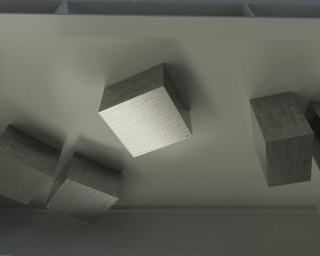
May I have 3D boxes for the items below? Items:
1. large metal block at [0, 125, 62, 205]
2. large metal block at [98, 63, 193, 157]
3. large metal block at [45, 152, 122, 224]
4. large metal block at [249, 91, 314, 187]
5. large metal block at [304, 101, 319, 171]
[{"bbox_3d":[-0.201,0.054,0.437,0.080,0.050,0.080,33,123,-25],"label":"large metal block"},{"bbox_3d":[-0.015,-0.020,0.376,0.080,0.050,0.080,-21,127,16],"label":"large metal block"},{"bbox_3d":[-0.115,0.094,0.471,0.080,0.050,0.080,27,125,-22],"label":"large metal block"},{"bbox_3d":[0.149,0.014,0.386,0.050,0.080,0.080,-12,129,9],"label":"large metal block"},{"bbox_3d":[0.233,0.010,0.384,0.080,0.080,0.050,0,130,0],"label":"large metal block"}]
